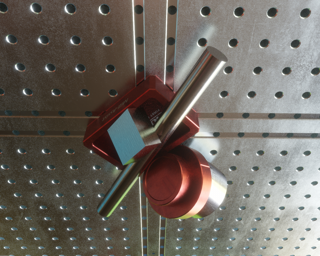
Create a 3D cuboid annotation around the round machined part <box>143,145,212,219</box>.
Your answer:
[{"bbox_3d":[0.015,0.069,0.409,0.098,0.098,0.042,-38,143,27],"label":"round machined part"}]

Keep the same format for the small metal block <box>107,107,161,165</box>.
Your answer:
[{"bbox_3d":[-0.032,0.010,0.375,0.025,0.050,0.050,-9,156,-45],"label":"small metal block"}]

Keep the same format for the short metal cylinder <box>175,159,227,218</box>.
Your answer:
[{"bbox_3d":[0.048,0.081,0.444,0.080,0.080,0.050,-36,122,26],"label":"short metal cylinder"}]

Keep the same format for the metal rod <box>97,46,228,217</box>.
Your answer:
[{"bbox_3d":[-0.014,0.026,0.394,0.025,0.025,0.298,22,127,-18],"label":"metal rod"}]

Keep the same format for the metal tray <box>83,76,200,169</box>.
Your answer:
[{"bbox_3d":[-0.025,0.002,0.409,0.130,0.030,0.090,-35,122,26],"label":"metal tray"}]
